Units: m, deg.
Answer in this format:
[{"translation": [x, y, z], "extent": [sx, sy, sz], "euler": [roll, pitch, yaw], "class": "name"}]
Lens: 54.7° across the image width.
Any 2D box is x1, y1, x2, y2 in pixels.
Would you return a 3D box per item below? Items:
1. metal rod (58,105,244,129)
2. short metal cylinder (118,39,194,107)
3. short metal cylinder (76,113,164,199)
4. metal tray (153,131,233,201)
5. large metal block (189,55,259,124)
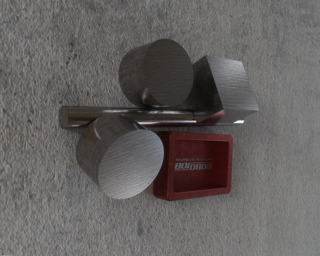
[{"translation": [0.015, -0.014, 0.420], "extent": [0.302, 0.025, 0.025], "euler": [-1, 91, -40], "class": "metal rod"}, {"translation": [-0.004, -0.066, 0.386], "extent": [0.081, 0.050, 0.080], "euler": [0, 89, -40], "class": "short metal cylinder"}, {"translation": [-0.043, 0.030, 0.338], "extent": [0.081, 0.050, 0.079], "euler": [-19, 123, -33], "class": "short metal cylinder"}, {"translation": [0.052, 0.052, 0.445], "extent": [0.131, 0.030, 0.089], "euler": [4, 87, -40], "class": "metal tray"}, {"translation": [0.087, -0.053, 0.447], "extent": [0.081, 0.050, 0.080], "euler": [-1, 70, -40], "class": "large metal block"}]
